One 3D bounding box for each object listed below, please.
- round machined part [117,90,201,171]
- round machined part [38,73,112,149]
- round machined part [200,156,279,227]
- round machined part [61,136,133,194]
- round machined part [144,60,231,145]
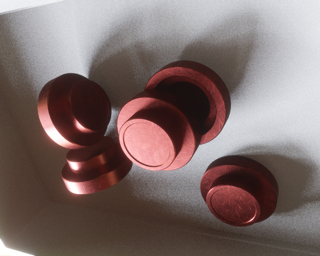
[{"bbox_3d":[-0.007,0.009,0.352,0.098,0.042,0.097,13,124,20],"label":"round machined part"},{"bbox_3d":[-0.101,-0.024,0.398,0.042,0.098,0.098,-15,111,34],"label":"round machined part"},{"bbox_3d":[0.099,0.088,0.399,0.098,0.042,0.097,13,124,20],"label":"round machined part"},{"bbox_3d":[-0.092,0.046,0.436,0.098,0.098,0.042,-2,117,29],"label":"round machined part"},{"bbox_3d":[0.034,-0.032,0.359,0.098,0.042,0.097,13,124,20],"label":"round machined part"}]
